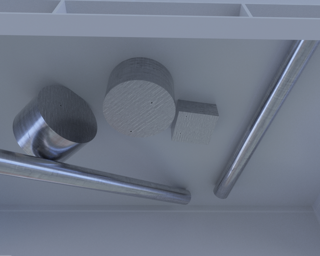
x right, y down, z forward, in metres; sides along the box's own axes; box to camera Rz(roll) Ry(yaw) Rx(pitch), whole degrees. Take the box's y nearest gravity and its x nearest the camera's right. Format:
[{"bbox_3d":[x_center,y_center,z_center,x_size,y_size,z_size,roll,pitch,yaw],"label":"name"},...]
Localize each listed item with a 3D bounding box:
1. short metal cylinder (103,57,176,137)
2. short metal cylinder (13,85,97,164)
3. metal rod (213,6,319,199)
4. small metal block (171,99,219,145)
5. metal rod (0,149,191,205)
[{"bbox_3d":[-0.023,-0.035,0.363,0.081,0.050,0.079,0,130,0],"label":"short metal cylinder"},{"bbox_3d":[-0.123,-0.004,0.368,0.050,0.080,0.080,-36,122,26],"label":"short metal cylinder"},{"bbox_3d":[0.131,-0.007,0.405,0.025,0.025,0.298,10,130,-9],"label":"metal rod"},{"bbox_3d":[0.044,-0.007,0.404,0.050,0.025,0.050,7,130,-7],"label":"small metal block"},{"bbox_3d":[-0.062,0.073,0.407,0.302,0.025,0.025,22,129,-42],"label":"metal rod"}]
